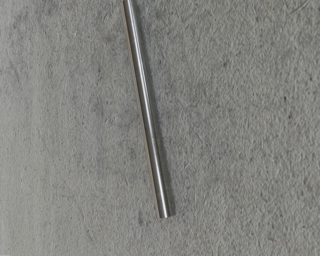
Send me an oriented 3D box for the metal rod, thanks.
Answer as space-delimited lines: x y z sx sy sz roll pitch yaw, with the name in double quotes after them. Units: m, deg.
-0.018 -0.032 0.421 0.025 0.025 0.299 -17 79 39 "metal rod"
